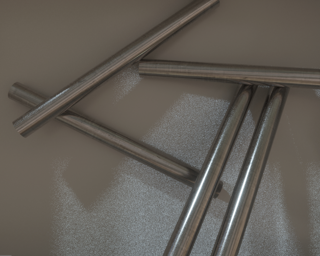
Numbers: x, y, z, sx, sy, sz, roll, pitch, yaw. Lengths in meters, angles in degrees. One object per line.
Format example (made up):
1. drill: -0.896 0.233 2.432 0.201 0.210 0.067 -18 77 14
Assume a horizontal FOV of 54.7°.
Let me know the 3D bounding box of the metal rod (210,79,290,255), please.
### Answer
1. metal rod: 0.104 0.054 0.354 0.025 0.025 0.300 27 66 0

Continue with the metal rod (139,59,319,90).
1. metal rod: 0.123 -0.066 0.388 0.301 0.025 0.025 5 90 9

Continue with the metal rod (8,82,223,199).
1. metal rod: -0.057 0.016 0.410 0.301 0.025 0.025 26 90 0

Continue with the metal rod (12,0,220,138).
1. metal rod: -0.050 -0.085 0.395 0.301 0.025 0.025 -36 90 -6

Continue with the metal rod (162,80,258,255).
1. metal rod: 0.054 0.062 0.352 0.025 0.025 0.300 28 66 0
